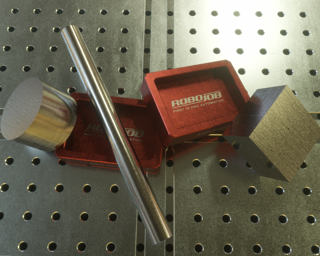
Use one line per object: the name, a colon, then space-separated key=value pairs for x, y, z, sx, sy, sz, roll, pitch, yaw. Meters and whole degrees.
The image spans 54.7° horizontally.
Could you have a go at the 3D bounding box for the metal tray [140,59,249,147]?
metal tray: x=0.050 y=-0.036 z=0.402 sx=0.131 sy=0.030 sz=0.090 roll=-14 pitch=70 yaw=-23

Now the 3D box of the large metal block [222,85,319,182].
large metal block: x=0.138 y=0.006 z=0.378 sx=0.080 sy=0.050 sz=0.080 roll=45 pitch=74 yaw=-18

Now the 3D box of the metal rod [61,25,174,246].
metal rod: x=-0.060 y=-0.006 z=0.381 sx=0.025 sy=0.025 sz=0.299 roll=-24 pitch=72 yaw=-8

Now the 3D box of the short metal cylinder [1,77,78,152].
short metal cylinder: x=-0.149 y=-0.016 z=0.384 sx=0.080 sy=0.050 sz=0.080 roll=-16 pitch=61 yaw=31

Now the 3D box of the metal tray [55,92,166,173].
metal tray: x=-0.060 y=0.006 z=0.406 sx=0.131 sy=0.030 sz=0.090 roll=6 pitch=70 yaw=2
